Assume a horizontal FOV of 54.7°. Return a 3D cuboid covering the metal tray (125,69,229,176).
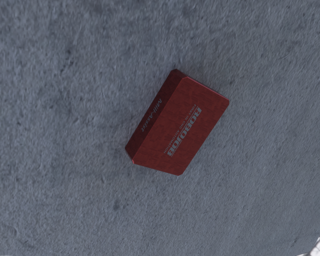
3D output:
[{"bbox_3d":[0.023,-0.003,0.416,0.091,0.030,0.129,22,107,-37],"label":"metal tray"}]
